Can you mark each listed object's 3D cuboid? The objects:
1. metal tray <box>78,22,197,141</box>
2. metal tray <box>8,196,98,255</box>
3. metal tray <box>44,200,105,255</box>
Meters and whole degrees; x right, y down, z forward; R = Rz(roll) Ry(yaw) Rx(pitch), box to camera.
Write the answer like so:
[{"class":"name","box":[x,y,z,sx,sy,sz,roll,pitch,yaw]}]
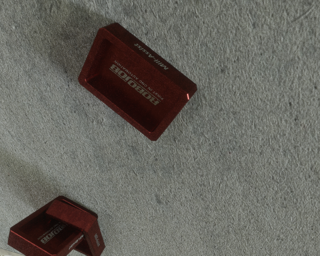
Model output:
[{"class":"metal tray","box":[-0.031,-0.055,0.385,0.130,0.030,0.089,39,129,2]},{"class":"metal tray","box":[-0.181,0.175,0.540,0.090,0.131,0.030,24,110,14]},{"class":"metal tray","box":[-0.158,0.196,0.588,0.090,0.030,0.129,17,138,16]}]
